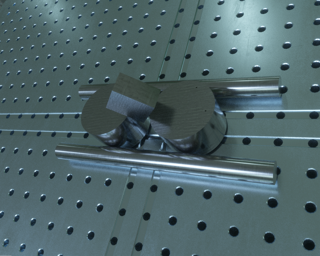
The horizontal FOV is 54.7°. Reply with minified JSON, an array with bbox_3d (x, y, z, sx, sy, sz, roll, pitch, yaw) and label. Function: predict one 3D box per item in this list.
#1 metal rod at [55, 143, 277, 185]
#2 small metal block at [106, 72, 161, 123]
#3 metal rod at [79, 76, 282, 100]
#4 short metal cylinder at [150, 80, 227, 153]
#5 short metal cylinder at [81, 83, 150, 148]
[{"bbox_3d":[-0.014,0.040,0.387,0.300,0.025,0.025,3,63,29],"label":"metal rod"},{"bbox_3d":[-0.033,-0.034,0.367,0.050,0.050,0.025,22,66,-10],"label":"small metal block"},{"bbox_3d":[0.008,-0.053,0.432,0.300,0.025,0.025,2,63,29],"label":"metal rod"},{"bbox_3d":[0.035,-0.011,0.376,0.080,0.050,0.080,-13,56,21],"label":"short metal cylinder"},{"bbox_3d":[-0.061,-0.015,0.429,0.080,0.050,0.080,-13,56,21],"label":"short metal cylinder"}]
